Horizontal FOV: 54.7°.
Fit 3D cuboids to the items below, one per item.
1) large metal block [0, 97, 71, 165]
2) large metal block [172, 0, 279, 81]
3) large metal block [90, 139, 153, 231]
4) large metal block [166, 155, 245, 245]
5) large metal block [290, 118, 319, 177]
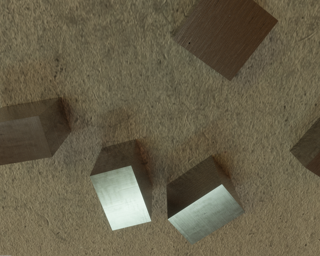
[{"bbox_3d":[-0.165,0.002,0.380,0.080,0.080,0.050,-9,110,3],"label":"large metal block"},{"bbox_3d":[0.070,-0.113,0.355,0.080,0.050,0.080,33,107,-12],"label":"large metal block"},{"bbox_3d":[-0.046,0.071,0.406,0.050,0.080,0.080,-15,110,5],"label":"large metal block"},{"bbox_3d":[0.057,0.093,0.415,0.080,0.080,0.050,-36,106,12],"label":"large metal block"},{"bbox_3d":[0.239,0.030,0.410,0.080,0.050,0.080,32,107,-11],"label":"large metal block"}]
